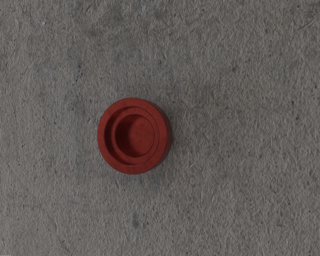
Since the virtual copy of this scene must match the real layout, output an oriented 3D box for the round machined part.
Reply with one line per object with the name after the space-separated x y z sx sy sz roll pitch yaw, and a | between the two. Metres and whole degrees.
-0.030 0.010 0.411 0.098 0.042 0.097 0 90 20 | round machined part
